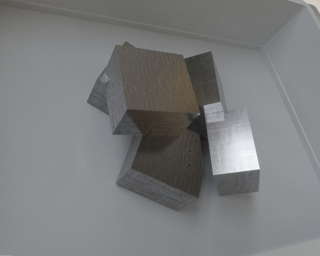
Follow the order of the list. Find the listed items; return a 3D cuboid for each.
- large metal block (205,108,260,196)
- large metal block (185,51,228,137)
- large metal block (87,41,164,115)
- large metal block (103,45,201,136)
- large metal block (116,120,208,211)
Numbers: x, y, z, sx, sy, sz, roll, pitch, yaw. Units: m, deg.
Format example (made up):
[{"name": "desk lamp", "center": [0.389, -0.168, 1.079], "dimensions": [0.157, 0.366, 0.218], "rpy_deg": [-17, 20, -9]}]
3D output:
[{"name": "large metal block", "center": [0.091, 0.033, 0.391], "dimensions": [0.050, 0.080, 0.080], "rpy_deg": [-9, 59, 11]}, {"name": "large metal block", "center": [0.059, -0.042, 0.419], "dimensions": [0.080, 0.050, 0.080], "rpy_deg": [53, 29, -55]}, {"name": "large metal block", "center": [-0.035, -0.053, 0.403], "dimensions": [0.080, 0.050, 0.080], "rpy_deg": [32, 51, -8]}, {"name": "large metal block", "center": [-0.012, -0.039, 0.340], "dimensions": [0.081, 0.050, 0.080], "rpy_deg": [2, 60, -26]}, {"name": "large metal block", "center": [0.005, 0.039, 0.364], "dimensions": [0.080, 0.050, 0.080], "rpy_deg": [27, 52, -12]}]
